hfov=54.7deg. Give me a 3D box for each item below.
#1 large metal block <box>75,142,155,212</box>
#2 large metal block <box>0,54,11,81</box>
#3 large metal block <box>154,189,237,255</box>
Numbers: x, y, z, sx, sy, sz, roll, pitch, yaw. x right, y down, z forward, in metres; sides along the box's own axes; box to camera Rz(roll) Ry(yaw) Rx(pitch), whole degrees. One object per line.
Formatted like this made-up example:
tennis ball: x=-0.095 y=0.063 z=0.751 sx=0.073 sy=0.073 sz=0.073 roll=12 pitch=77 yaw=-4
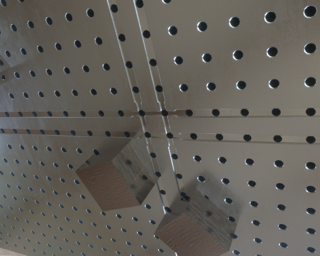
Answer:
large metal block: x=-0.068 y=0.077 z=0.476 sx=0.080 sy=0.050 sz=0.080 roll=-19 pitch=109 yaw=35
large metal block: x=-0.297 y=-0.100 z=0.486 sx=0.080 sy=0.050 sz=0.080 roll=-29 pitch=103 yaw=37
large metal block: x=0.052 y=0.150 z=0.459 sx=0.080 sy=0.050 sz=0.080 roll=41 pitch=129 yaw=-1
